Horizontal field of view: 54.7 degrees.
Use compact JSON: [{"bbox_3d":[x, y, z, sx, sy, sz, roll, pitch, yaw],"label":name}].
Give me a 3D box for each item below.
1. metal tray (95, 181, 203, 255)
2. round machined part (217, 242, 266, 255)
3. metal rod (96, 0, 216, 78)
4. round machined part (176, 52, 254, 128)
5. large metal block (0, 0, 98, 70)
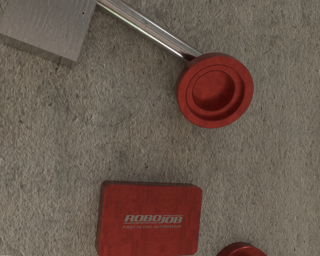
[{"bbox_3d":[-0.013,0.117,0.402,0.131,0.030,0.089,6,88,-20],"label":"metal tray"},{"bbox_3d":[0.123,0.220,0.446,0.099,0.042,0.097,0,90,-20],"label":"round machined part"},{"bbox_3d":[-0.027,-0.135,0.399,0.301,0.025,0.025,28,81,-18],"label":"metal rod"},{"bbox_3d":[0.069,-0.052,0.411,0.099,0.042,0.097,-3,116,-5],"label":"round machined part"},{"bbox_3d":[-0.124,-0.122,0.350,0.081,0.050,0.080,19,84,-19],"label":"large metal block"}]
